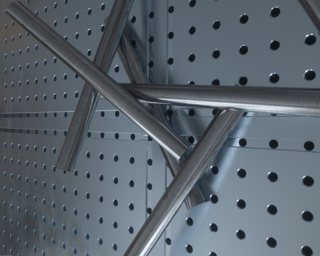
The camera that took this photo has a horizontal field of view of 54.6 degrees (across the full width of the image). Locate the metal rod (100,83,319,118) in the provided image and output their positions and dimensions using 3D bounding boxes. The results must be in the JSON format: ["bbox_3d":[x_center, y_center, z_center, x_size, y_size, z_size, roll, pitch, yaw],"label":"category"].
[{"bbox_3d":[0.030,-0.037,0.349,0.300,0.025,0.025,9,96,40],"label":"metal rod"}]

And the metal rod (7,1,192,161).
[{"bbox_3d":[-0.083,-0.066,0.392,0.300,0.025,0.025,40,116,11],"label":"metal rod"}]

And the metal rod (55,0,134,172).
[{"bbox_3d":[-0.079,-0.087,0.422,0.025,0.025,0.299,12,81,39],"label":"metal rod"}]

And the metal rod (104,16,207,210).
[{"bbox_3d":[-0.014,-0.035,0.421,0.025,0.025,0.299,-38,67,33],"label":"metal rod"}]

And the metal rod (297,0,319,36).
[{"bbox_3d":[0.152,-0.102,0.283,0.025,0.025,0.299,-35,69,35],"label":"metal rod"}]

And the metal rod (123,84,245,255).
[{"bbox_3d":[0.015,0.084,0.361,0.025,0.025,0.299,39,102,33],"label":"metal rod"}]
